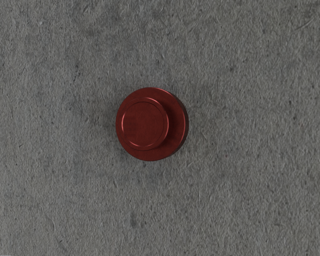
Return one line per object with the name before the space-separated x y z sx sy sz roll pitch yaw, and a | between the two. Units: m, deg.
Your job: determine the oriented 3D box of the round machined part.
round machined part | -0.015 -0.005 0.405 0.098 0.042 0.097 0 90 19
